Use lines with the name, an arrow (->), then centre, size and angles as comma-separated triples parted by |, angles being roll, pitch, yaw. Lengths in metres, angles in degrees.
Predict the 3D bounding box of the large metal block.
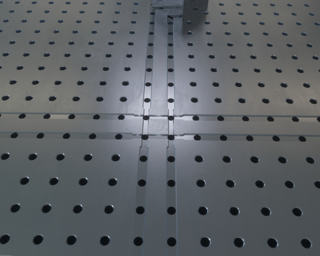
large metal block -> 0.041, -0.262, 0.612 | 0.080, 0.050, 0.080 | 35, 58, 26
